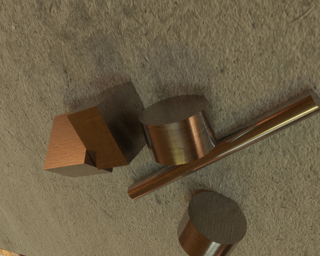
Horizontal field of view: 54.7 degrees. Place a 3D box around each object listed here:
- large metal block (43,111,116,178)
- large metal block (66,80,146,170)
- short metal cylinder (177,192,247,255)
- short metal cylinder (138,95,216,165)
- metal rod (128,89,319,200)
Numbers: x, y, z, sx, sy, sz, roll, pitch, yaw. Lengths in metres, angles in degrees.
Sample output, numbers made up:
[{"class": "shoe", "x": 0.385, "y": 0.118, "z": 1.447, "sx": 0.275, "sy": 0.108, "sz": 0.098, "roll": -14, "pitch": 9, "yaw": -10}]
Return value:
[{"class": "large metal block", "x": -0.109, "y": 0.021, "z": 0.433, "sx": 0.080, "sy": 0.080, "sz": 0.050, "roll": -12, "pitch": 153, "yaw": 33}, {"class": "large metal block", "x": -0.058, "y": -0.005, "z": 0.399, "sx": 0.050, "sy": 0.080, "sz": 0.080, "roll": -13, "pitch": 112, "yaw": 33}, {"class": "short metal cylinder", "x": 0.069, "y": 0.133, "z": 0.418, "sx": 0.080, "sy": 0.080, "sz": 0.050, "roll": 27, "pitch": 128, "yaw": 11}, {"class": "short metal cylinder", "x": 0.021, "y": 0.000, "z": 0.360, "sx": 0.080, "sy": 0.080, "sz": 0.050, "roll": -2, "pitch": 117, "yaw": 29}, {"class": "metal rod", "x": 0.057, "y": 0.037, "z": 0.399, "sx": 0.299, "sy": 0.025, "sz": 0.025, "roll": -33, "pitch": 100, "yaw": 38}]
